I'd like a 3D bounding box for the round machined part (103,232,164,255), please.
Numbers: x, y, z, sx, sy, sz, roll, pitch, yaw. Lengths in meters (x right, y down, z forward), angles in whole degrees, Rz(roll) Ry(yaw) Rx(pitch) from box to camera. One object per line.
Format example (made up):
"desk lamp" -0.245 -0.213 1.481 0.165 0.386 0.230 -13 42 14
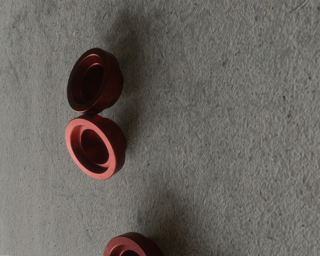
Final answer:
"round machined part" -0.030 0.190 0.419 0.098 0.042 0.097 0 90 40

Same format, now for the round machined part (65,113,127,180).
"round machined part" -0.088 0.023 0.453 0.098 0.042 0.097 17 122 29

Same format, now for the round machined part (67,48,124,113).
"round machined part" -0.092 -0.066 0.462 0.098 0.042 0.098 -13 69 38
